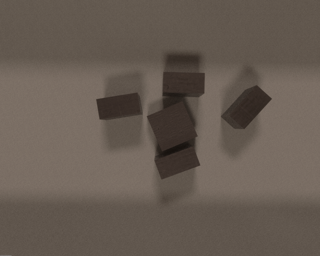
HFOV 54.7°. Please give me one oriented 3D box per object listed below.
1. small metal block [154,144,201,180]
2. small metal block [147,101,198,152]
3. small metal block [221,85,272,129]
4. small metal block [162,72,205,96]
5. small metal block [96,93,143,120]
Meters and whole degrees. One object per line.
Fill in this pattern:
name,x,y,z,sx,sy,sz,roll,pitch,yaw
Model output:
small metal block,0.021,0.042,0.399,0.050,0.050,0.025,-20,90,0
small metal block,0.016,-0.002,0.412,0.050,0.025,0.050,-23,90,-1
small metal block,0.110,-0.026,0.400,0.025,0.050,0.050,42,90,-1
small metal block,0.029,-0.055,0.399,0.050,0.050,0.025,1,90,-1
small metal block,-0.050,-0.027,0.398,0.050,0.050,0.025,-9,90,0
